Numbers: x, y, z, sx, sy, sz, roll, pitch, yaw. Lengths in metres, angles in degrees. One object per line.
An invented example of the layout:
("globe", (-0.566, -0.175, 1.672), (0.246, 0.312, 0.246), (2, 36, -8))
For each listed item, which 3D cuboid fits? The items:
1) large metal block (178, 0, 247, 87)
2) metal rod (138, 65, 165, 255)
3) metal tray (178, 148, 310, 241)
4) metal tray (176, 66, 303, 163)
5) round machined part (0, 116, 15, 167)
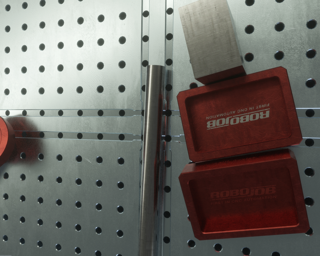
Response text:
("large metal block", (0.065, -0.096, 0.360), (0.050, 0.080, 0.080), (-14, 85, 19))
("metal rod", (-0.013, 0.067, 0.416), (0.025, 0.025, 0.298), (3, 91, 19))
("metal tray", (0.096, 0.080, 0.363), (0.130, 0.030, 0.089), (-12, 101, 19))
("metal tray", (0.093, -0.014, 0.376), (0.130, 0.030, 0.089), (-12, 86, 19))
("round machined part", (-0.275, 0.026, 0.486), (0.099, 0.042, 0.098), (-1, 71, 3))
